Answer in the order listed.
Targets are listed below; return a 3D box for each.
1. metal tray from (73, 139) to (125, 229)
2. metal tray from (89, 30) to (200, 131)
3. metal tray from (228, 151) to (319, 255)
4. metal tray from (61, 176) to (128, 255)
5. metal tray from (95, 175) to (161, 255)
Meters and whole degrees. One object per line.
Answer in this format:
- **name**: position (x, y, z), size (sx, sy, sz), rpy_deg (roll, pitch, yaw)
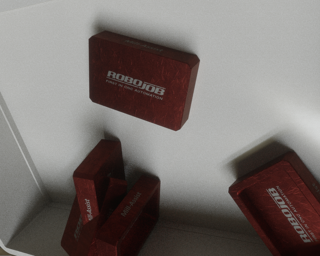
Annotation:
- **metal tray**: position (-0.084, 0.093, 0.464), size (0.030, 0.090, 0.129), rpy_deg (8, 122, 15)
- **metal tray**: position (-0.024, -0.058, 0.381), size (0.130, 0.030, 0.089), rpy_deg (19, 126, 16)
- **metal tray**: position (0.155, 0.103, 0.365), size (0.090, 0.030, 0.130), rpy_deg (-41, 80, 38)
- **metal tray**: position (-0.101, 0.131, 0.465), size (0.030, 0.129, 0.090), rpy_deg (21, 173, -37)
- **metal tray**: position (-0.041, 0.141, 0.448), size (0.030, 0.131, 0.089), rpy_deg (15, 124, 19)
